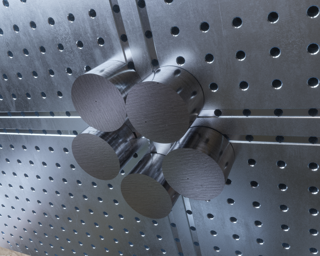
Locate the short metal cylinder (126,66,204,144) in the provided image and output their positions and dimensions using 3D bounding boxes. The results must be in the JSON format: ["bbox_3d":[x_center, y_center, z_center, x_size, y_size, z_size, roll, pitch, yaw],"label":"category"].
[{"bbox_3d":[0.006,-0.028,0.373,0.080,0.050,0.079,13,124,21],"label":"short metal cylinder"}]

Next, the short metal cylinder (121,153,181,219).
[{"bbox_3d":[-0.009,0.084,0.451,0.080,0.050,0.079,14,124,21],"label":"short metal cylinder"}]

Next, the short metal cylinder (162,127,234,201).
[{"bbox_3d":[0.049,0.045,0.396,0.080,0.050,0.079,13,125,20],"label":"short metal cylinder"}]

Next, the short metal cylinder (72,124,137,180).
[{"bbox_3d":[-0.081,0.030,0.456,0.080,0.050,0.079,13,124,20],"label":"short metal cylinder"}]

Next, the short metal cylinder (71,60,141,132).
[{"bbox_3d":[-0.067,-0.042,0.404,0.080,0.050,0.079,13,124,20],"label":"short metal cylinder"}]
